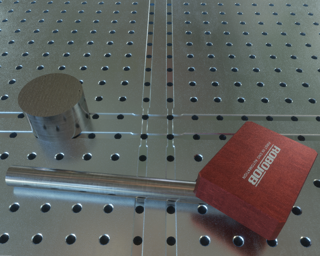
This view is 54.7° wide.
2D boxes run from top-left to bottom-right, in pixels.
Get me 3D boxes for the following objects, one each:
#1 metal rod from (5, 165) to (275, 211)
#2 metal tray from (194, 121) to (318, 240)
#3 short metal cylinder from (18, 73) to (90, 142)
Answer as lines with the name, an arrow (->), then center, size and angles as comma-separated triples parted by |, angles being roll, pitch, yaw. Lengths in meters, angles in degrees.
metal rod -> -0.022, 0.067, 0.350 | 0.302, 0.025, 0.025 | 5, 50, 3
metal tray -> 0.109, 0.048, 0.342 | 0.090, 0.030, 0.131 | 28, 41, 24
short metal cylinder -> -0.139, -0.028, 0.414 | 0.081, 0.050, 0.080 | 0, 50, 0
